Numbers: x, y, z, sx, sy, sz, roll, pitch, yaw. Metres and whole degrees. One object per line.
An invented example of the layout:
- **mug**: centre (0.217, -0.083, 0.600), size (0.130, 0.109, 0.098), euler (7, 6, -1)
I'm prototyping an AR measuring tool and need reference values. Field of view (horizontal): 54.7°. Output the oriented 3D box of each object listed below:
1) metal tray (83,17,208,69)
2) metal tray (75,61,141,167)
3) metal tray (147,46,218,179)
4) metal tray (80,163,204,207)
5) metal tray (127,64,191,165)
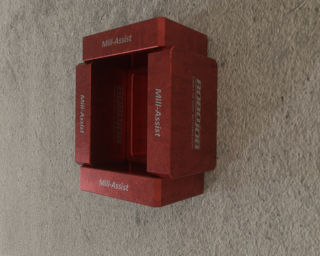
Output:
- **metal tray**: centre (-0.020, -0.096, 0.378), size (0.130, 0.091, 0.030), euler (1, 91, 39)
- **metal tray**: centre (-0.067, -0.018, 0.416), size (0.030, 0.091, 0.129), euler (1, 91, 40)
- **metal tray**: centre (0.027, -0.015, 0.339), size (0.030, 0.091, 0.129), euler (1, 91, 40)
- **metal tray**: centre (-0.023, 0.063, 0.381), size (0.130, 0.091, 0.030), euler (1, 91, 39)
- **metal tray**: centre (-0.001, -0.017, 0.402), size (0.090, 0.030, 0.129), euler (1, 91, 39)
